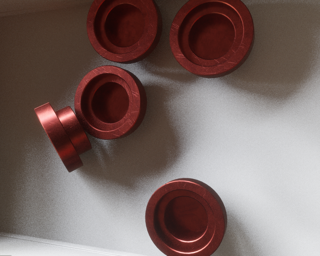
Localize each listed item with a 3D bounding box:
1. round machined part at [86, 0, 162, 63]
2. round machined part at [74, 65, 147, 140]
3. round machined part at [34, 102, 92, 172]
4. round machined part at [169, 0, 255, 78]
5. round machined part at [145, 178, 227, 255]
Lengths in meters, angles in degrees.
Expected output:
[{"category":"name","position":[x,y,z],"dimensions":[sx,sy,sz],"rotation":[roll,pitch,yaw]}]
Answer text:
[{"category":"round machined part","position":[-0.044,-0.135,0.412],"dimensions":[0.098,0.042,0.097],"rotation":[2,96,16]},{"category":"round machined part","position":[-0.063,-0.033,0.423],"dimensions":[0.098,0.042,0.097],"rotation":[0,90,19]},{"category":"round machined part","position":[-0.128,0.008,0.425],"dimensions":[0.042,0.098,0.098],"rotation":[-29,79,-17]},{"category":"round machined part","position":[0.065,-0.109,0.378],"dimensions":[0.098,0.042,0.097],"rotation":[0,90,19]},{"category":"round machined part","position":[0.035,0.111,0.389],"dimensions":[0.098,0.042,0.097],"rotation":[0,90,19]}]
